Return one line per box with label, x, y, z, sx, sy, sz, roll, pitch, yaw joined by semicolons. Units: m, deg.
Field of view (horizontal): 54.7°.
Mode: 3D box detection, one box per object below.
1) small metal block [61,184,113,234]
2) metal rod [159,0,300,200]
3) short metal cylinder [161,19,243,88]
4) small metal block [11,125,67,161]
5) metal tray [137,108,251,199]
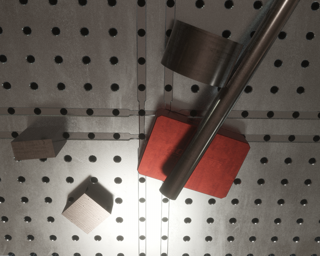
small metal block;-0.106;0.120;0.456;0.050;0.025;0.050;-42;105;13
metal rod;0.085;-0.042;0.375;0.025;0.025;0.299;29;98;-11
short metal cylinder;0.047;-0.085;0.353;0.080;0.080;0.050;18;109;-7
small metal block;-0.156;0.018;0.405;0.050;0.050;0.025;-5;110;1
metal tray;0.044;0.036;0.425;0.131;0.030;0.089;18;109;-7
